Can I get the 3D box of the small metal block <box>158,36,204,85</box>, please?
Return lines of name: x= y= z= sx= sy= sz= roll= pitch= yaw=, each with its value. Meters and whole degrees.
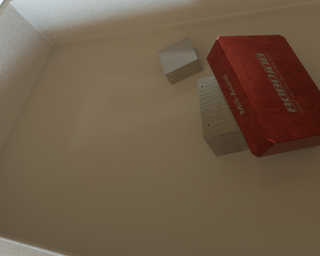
small metal block: x=0.029 y=-0.098 z=0.449 sx=0.050 sy=0.025 sz=0.050 roll=-24 pitch=53 yaw=13

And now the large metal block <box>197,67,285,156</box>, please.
large metal block: x=0.092 y=-0.021 z=0.354 sx=0.080 sy=0.050 sz=0.080 roll=-14 pitch=56 yaw=20

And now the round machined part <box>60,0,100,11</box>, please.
round machined part: x=-0.161 y=-0.288 z=0.656 sx=0.098 sy=0.042 sz=0.098 roll=-13 pitch=56 yaw=20

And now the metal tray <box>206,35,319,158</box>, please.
metal tray: x=0.114 y=-0.039 z=0.321 sx=0.091 sy=0.030 sz=0.130 roll=-8 pitch=61 yaw=-21
